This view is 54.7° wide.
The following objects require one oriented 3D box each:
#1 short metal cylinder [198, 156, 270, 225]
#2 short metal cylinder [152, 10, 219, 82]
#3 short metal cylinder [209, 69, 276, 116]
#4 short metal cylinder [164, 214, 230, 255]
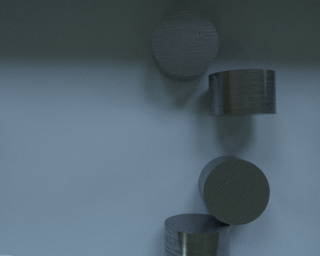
[{"bbox_3d":[0.093,0.078,0.399,0.081,0.050,0.080,0,90,0],"label":"short metal cylinder"},{"bbox_3d":[0.031,-0.103,0.399,0.081,0.050,0.080,0,90,0],"label":"short metal cylinder"},{"bbox_3d":[0.101,-0.041,0.384,0.081,0.080,0.050,-1,90,0],"label":"short metal cylinder"},{"bbox_3d":[0.046,0.142,0.384,0.081,0.080,0.050,0,90,0],"label":"short metal cylinder"}]
